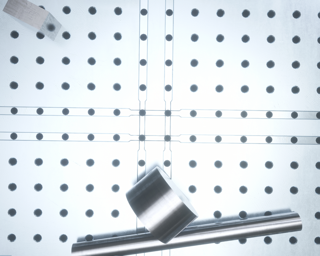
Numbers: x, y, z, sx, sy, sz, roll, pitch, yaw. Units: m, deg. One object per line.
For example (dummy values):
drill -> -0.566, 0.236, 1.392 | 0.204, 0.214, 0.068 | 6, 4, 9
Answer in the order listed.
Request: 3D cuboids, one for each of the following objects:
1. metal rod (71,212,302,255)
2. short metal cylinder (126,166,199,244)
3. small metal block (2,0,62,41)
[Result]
metal rod -> 0.036, 0.146, 0.413 | 0.302, 0.025, 0.025 | -8, 90, -1
short metal cylinder -> 0.003, 0.095, 0.386 | 0.050, 0.080, 0.080 | -41, 91, 0
small metal block -> -0.162, -0.141, 0.399 | 0.050, 0.050, 0.025 | 27, 90, -1
